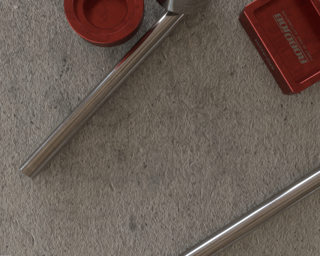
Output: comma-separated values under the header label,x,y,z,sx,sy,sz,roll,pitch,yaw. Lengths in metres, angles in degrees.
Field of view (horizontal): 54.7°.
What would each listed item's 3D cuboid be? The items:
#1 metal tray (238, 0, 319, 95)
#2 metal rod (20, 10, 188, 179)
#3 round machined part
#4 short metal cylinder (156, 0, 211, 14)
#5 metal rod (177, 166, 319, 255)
label,x,y,z,sx,sy,sz,roll,pitch,yaw
metal tray,0.177,-0.120,0.408,0.090,0.030,0.130,-31,90,0
metal rod,-0.072,-0.051,0.409,0.025,0.025,0.300,43,90,0
round machined part,-0.069,-0.153,0.401,0.099,0.042,0.097,0,90,0
short metal cylinder,0.032,-0.190,0.383,0.081,0.050,0.080,3,66,-6
metal rod,0.105,0.133,0.411,0.301,0.025,0.025,-32,90,0
